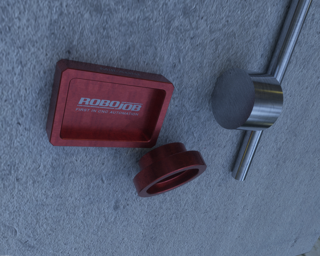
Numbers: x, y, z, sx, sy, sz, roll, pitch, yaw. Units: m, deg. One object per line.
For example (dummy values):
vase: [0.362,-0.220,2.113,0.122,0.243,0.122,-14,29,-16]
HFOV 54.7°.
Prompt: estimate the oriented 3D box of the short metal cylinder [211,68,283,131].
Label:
short metal cylinder: [0.114,-0.037,0.413,0.050,0.080,0.079,3,117,-30]

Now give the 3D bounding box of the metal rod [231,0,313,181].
metal rod: [0.162,-0.047,0.469,0.025,0.025,0.298,-3,120,-27]

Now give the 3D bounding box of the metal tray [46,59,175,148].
metal tray: [-0.056,-0.023,0.359,0.131,0.030,0.089,4,117,-31]

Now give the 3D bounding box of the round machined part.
round machined part: [0.010,0.053,0.418,0.099,0.042,0.098,-20,157,-9]
